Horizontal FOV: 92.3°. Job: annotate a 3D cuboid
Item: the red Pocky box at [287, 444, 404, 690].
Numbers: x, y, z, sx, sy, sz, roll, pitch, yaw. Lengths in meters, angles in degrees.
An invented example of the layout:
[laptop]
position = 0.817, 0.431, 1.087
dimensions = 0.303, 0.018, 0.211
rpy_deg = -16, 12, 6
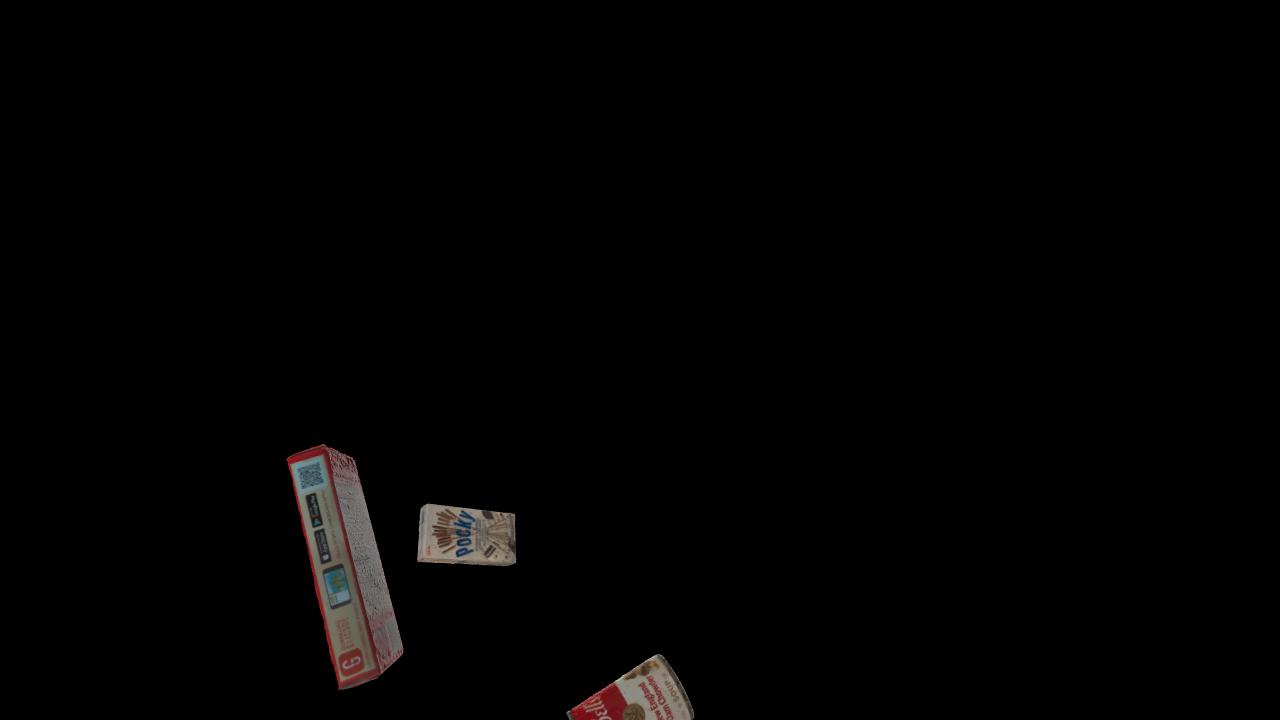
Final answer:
[red Pocky box]
position = -0.206, 0.142, 0.434
dimensions = 0.028, 0.155, 0.083
rpy_deg = -17, -12, -14

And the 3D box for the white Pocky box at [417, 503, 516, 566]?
[white Pocky box]
position = -0.265, 0.273, 0.955
dimensions = 0.154, 0.084, 0.028
rpy_deg = 19, -39, -38

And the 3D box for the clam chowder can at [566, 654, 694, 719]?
[clam chowder can]
position = -0.009, 0.334, 0.577
dimensions = 0.102, 0.068, 0.068
rpy_deg = -24, 9, -20
